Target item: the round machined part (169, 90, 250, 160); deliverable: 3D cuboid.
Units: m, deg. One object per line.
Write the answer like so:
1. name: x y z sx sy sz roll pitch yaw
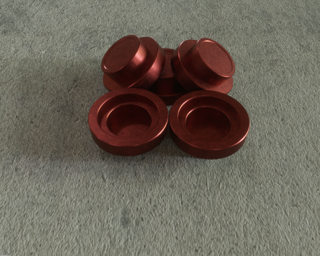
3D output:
1. round machined part: 0.060 0.000 0.394 0.099 0.042 0.098 0 50 0

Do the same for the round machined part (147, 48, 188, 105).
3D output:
1. round machined part: 0.007 -0.082 0.462 0.099 0.042 0.098 0 50 0

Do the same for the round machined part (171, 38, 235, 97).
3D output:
1. round machined part: 0.068 -0.089 0.441 0.099 0.042 0.098 19 52 -25

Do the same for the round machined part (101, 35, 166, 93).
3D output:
1. round machined part: -0.044 -0.093 0.440 0.098 0.042 0.098 -21 49 26

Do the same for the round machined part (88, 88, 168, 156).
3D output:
1. round machined part: -0.039 -0.003 0.396 0.099 0.042 0.098 0 50 0
